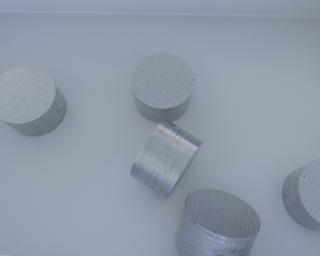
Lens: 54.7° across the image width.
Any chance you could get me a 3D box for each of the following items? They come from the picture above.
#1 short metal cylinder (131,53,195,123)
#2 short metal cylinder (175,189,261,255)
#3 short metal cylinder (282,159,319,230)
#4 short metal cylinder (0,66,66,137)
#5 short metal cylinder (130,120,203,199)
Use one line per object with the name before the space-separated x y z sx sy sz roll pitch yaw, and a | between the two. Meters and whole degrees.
short metal cylinder | 0.003 -0.053 0.416 0.081 0.050 0.080 0 70 0
short metal cylinder | 0.061 0.110 0.334 0.080 0.080 0.050 14 112 5
short metal cylinder | 0.195 0.080 0.370 0.081 0.050 0.080 0 70 0
short metal cylinder | -0.170 -0.034 0.407 0.081 0.050 0.080 0 70 0
short metal cylinder | 0.009 0.037 0.367 0.050 0.080 0.080 32 73 10
